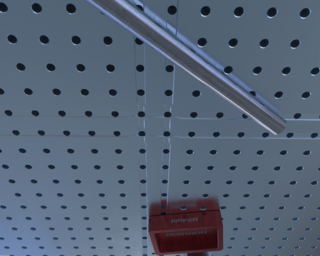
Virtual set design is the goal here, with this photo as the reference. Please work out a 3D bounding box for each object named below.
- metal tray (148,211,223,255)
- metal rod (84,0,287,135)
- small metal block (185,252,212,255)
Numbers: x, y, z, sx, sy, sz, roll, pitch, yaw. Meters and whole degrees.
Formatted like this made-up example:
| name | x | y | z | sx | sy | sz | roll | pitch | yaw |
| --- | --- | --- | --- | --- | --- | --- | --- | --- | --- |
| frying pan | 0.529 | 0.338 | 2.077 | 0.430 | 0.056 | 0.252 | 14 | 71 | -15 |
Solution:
| name | x | y | z | sx | sy | sz | roll | pitch | yaw |
| --- | --- | --- | --- | --- | --- | --- | --- | --- | --- |
| metal tray | 0.050 | 0.197 | 0.577 | 0.131 | 0.030 | 0.089 | -6 | 130 | 4 |
| metal rod | 0.039 | -0.072 | 0.351 | 0.301 | 0.025 | 0.025 | 30 | 124 | -24 |
| small metal block | 0.079 | 0.278 | 0.650 | 0.050 | 0.025 | 0.050 | 4 | 130 | -4 |
